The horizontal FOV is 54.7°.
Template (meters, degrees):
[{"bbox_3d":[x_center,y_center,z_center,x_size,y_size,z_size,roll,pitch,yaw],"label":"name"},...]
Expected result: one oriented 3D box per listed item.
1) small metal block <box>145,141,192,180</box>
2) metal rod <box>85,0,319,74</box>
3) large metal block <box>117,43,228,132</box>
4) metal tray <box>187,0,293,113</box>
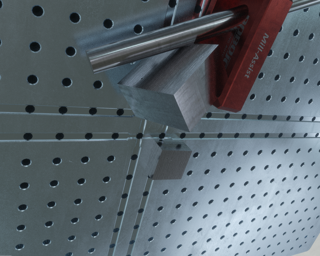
[{"bbox_3d":[0.012,0.047,0.449,0.050,0.025,0.050,4,116,-31],"label":"small metal block"},{"bbox_3d":[0.068,-0.117,0.344,0.302,0.025,0.025,-20,127,-13],"label":"metal rod"},{"bbox_3d":[0.016,-0.049,0.339,0.080,0.080,0.050,-49,134,-25],"label":"large metal block"},{"bbox_3d":[0.079,-0.094,0.352,0.030,0.090,0.129,9,112,-34],"label":"metal tray"}]
